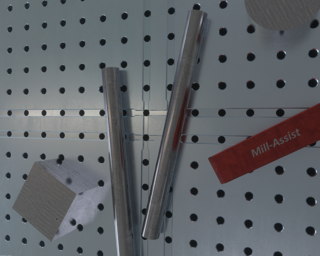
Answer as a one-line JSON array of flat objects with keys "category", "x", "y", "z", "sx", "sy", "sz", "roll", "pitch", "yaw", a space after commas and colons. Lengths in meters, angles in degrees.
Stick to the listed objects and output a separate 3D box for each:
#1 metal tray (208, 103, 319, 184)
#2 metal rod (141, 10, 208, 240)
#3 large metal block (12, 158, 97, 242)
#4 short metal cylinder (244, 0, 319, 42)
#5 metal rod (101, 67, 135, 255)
[{"category": "metal tray", "x": 0.124, "y": 0.014, "z": 0.334, "sx": 0.130, "sy": 0.090, "sz": 0.030, "roll": -29, "pitch": 81, "yaw": 17}, {"category": "metal rod", "x": 0.018, "y": -0.001, "z": 0.406, "sx": 0.025, "sy": 0.025, "sz": 0.298, "roll": 13, "pitch": 94, "yaw": 19}, {"category": "large metal block", "x": -0.154, "y": 0.102, "z": 0.454, "sx": 0.080, "sy": 0.050, "sz": 0.080, "roll": 32, "pitch": 100, "yaw": 17}, {"category": "short metal cylinder", "x": 0.139, "y": -0.143, "z": 0.350, "sx": 0.080, "sy": 0.050, "sz": 0.079, "roll": 0, "pitch": 90, "yaw": 20}, {"category": "metal rod", "x": -0.057, "y": 0.065, "z": 0.432, "sx": 0.025, "sy": 0.025, "sz": 0.298, "roll": -6, "pitch": 88, "yaw": 20}]
